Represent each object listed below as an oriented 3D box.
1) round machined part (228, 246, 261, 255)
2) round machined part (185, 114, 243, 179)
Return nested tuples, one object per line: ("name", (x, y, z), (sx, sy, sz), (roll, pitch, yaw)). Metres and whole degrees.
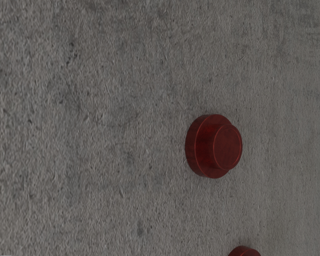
("round machined part", (0.148, 0.253, 0.518), (0.099, 0.042, 0.097), (0, 90, -40))
("round machined part", (0.087, 0.028, 0.467), (0.099, 0.042, 0.097), (0, 90, -40))
